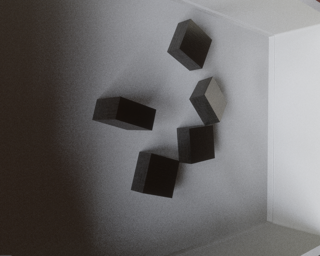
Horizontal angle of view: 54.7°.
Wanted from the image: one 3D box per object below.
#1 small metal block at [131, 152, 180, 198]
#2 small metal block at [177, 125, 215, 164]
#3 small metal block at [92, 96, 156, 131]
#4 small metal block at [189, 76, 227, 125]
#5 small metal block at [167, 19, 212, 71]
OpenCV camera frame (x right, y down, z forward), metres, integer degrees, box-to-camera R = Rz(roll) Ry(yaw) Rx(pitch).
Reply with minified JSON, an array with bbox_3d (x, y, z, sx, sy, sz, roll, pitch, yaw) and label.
[{"bbox_3d":[-0.005,0.062,0.404,0.050,0.025,0.050,20,77,-39],"label":"small metal block"},{"bbox_3d":[0.053,0.023,0.454,0.050,0.025,0.050,-7,95,-40],"label":"small metal block"},{"bbox_3d":[-0.041,-0.015,0.357,0.050,0.050,0.025,18,79,-39],"label":"small metal block"},{"bbox_3d":[0.073,-0.040,0.461,0.050,0.025,0.050,56,40,-24],"label":"small metal block"},{"bbox_3d":[0.043,-0.118,0.445,0.050,0.025,0.050,32,70,-36],"label":"small metal block"}]
